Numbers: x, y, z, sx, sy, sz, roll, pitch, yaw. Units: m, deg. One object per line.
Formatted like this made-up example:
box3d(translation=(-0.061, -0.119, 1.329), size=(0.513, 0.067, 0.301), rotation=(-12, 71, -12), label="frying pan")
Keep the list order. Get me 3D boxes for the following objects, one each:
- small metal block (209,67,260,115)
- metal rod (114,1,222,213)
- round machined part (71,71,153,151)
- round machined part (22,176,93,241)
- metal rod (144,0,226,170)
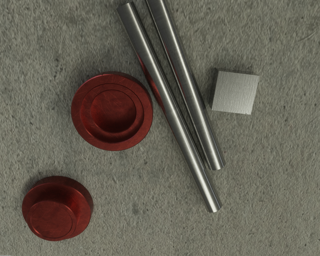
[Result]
box3d(translation=(0.093, -0.047, 0.393), size=(0.050, 0.025, 0.050), rotation=(6, 110, -3), label="small metal block")
box3d(translation=(0.019, -0.013, 0.405), size=(0.025, 0.025, 0.299), rotation=(-23, 109, 8), label="metal rod")
box3d(translation=(-0.058, -0.024, 0.391), size=(0.099, 0.042, 0.097), rotation=(0, 110, 0), label="round machined part")
box3d(translation=(-0.149, 0.122, 0.444), size=(0.099, 0.042, 0.097), rotation=(0, 110, 0), label="round machined part")
box3d(translation=(0.024, -0.078, 0.381), size=(0.025, 0.025, 0.299), rotation=(-21, 109, 7), label="metal rod")
